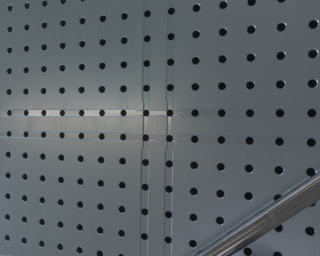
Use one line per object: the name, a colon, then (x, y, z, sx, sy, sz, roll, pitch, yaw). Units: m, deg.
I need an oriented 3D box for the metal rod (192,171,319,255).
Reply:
metal rod: (0.102, 0.129, 0.376, 0.300, 0.025, 0.025, -40, 78, 15)
